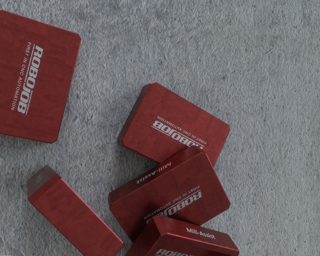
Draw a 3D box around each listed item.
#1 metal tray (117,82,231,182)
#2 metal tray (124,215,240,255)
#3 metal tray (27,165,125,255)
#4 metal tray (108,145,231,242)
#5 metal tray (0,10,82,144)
[{"bbox_3d":[0.021,0.009,0.414,0.131,0.030,0.090,28,81,-18],"label":"metal tray"},{"bbox_3d":[0.025,0.163,0.383,0.131,0.030,0.090,25,105,-31],"label":"metal tray"},{"bbox_3d":[-0.093,0.084,0.318,0.030,0.130,0.090,-44,104,-19],"label":"metal tray"},{"bbox_3d":[0.013,0.092,0.389,0.131,0.030,0.090,-29,110,-5],"label":"metal tray"},{"bbox_3d":[-0.149,-0.054,0.351,0.091,0.030,0.129,14,85,-20],"label":"metal tray"}]
